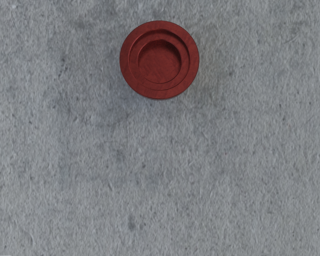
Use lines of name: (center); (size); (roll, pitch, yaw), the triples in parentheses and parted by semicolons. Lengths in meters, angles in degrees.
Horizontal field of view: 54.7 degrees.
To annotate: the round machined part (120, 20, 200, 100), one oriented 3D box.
round machined part: (-0.001, -0.084, 0.401); (0.099, 0.042, 0.097); (0, 90, -1)
